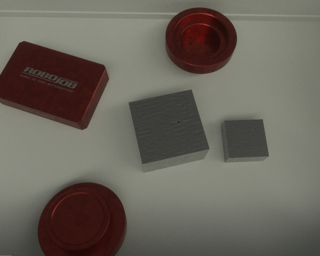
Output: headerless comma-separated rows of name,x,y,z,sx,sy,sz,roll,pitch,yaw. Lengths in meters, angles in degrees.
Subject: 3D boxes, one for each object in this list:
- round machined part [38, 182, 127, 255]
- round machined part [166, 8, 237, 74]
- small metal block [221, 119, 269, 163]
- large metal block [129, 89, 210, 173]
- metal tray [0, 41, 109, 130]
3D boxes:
round machined part,-0.088,0.107,0.351,0.099,0.042,0.098,0,58,-1
round machined part,0.057,-0.120,0.445,0.099,0.042,0.098,0,70,-1
small metal block,0.110,0.017,0.405,0.050,0.025,0.050,-2,70,-1
large metal block,0.010,0.005,0.395,0.081,0.050,0.080,-12,71,-5
metal tray,-0.148,-0.060,0.427,0.131,0.030,0.090,18,71,6
